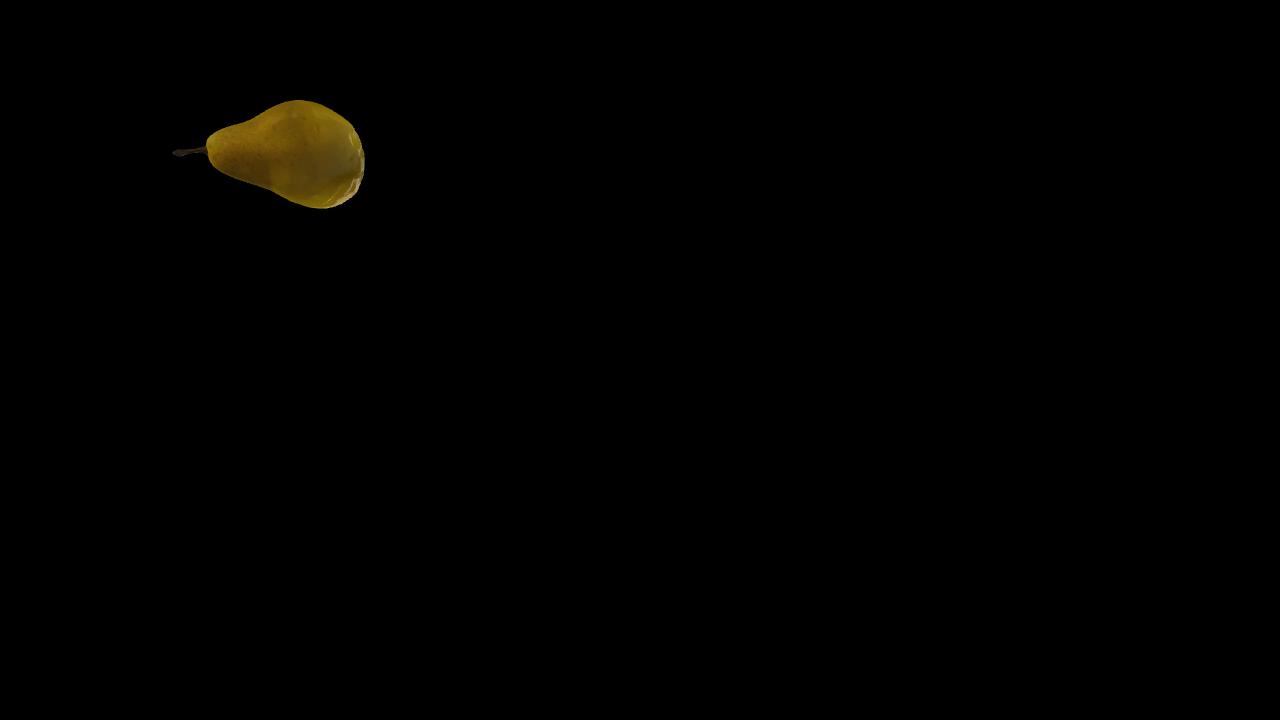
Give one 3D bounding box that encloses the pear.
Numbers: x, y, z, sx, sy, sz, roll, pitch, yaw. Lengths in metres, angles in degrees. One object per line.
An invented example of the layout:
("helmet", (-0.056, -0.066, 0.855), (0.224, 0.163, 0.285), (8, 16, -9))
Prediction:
("pear", (-0.258, -0.146, 0.433), (0.080, 0.080, 0.111), (0, 10, 45))
